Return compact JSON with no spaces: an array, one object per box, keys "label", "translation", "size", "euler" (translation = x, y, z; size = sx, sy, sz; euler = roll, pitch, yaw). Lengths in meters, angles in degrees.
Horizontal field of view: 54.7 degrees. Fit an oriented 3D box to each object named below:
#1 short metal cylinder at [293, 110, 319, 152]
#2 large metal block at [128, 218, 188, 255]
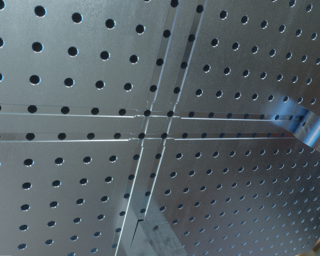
[{"label":"short metal cylinder","translation":[0.281,0.010,0.535],"size":[0.081,0.080,0.050],"euler":[15,111,-34]},{"label":"large metal block","translation":[-0.007,0.207,0.500],"size":[0.050,0.080,0.079],"euler":[2,118,-30]}]
